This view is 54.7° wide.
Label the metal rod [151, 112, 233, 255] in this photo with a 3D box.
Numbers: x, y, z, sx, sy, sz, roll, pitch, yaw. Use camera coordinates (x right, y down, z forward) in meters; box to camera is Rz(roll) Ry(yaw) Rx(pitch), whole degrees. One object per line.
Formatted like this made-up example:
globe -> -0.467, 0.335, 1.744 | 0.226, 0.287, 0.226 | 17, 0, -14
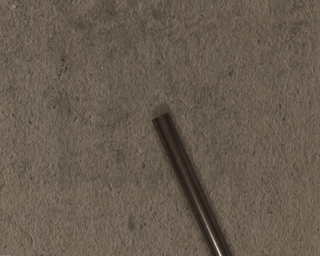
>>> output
metal rod -> 0.061, 0.121, 0.410 | 0.025, 0.025, 0.299 | -24, 90, 0
